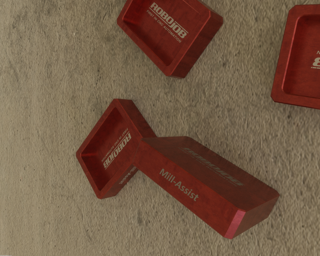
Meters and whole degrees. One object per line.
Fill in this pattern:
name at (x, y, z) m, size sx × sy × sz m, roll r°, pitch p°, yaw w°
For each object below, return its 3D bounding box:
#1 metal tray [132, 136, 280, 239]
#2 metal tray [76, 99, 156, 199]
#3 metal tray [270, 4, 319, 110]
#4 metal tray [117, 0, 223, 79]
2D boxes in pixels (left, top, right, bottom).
metal tray at (0.046, 0.052, 0.324) m, size 0.130 × 0.091 × 0.030 m, roll 33°, pitch 111°, yaw 35°
metal tray at (-0.067, 0.032, 0.456) m, size 0.129 × 0.030 × 0.090 m, roll -50°, pitch 61°, yaw 28°
metal tray at (0.170, -0.055, 0.261) m, size 0.130 × 0.030 × 0.089 m, roll 16°, pitch 100°, yaw 38°
metal tray at (0.006, -0.137, 0.396) m, size 0.130 × 0.030 × 0.090 m, roll 51°, pitch 120°, yaw 28°
